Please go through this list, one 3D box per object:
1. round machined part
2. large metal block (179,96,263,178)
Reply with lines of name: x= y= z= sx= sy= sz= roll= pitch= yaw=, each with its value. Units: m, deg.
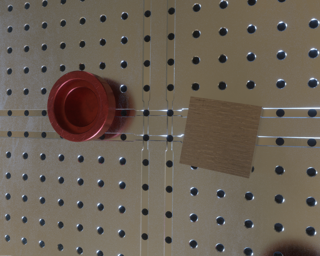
round machined part: x=-0.106 y=-0.030 z=0.441 sx=0.098 sy=0.042 sz=0.097 roll=0 pitch=90 yaw=20
large metal block: x=0.075 y=0.009 z=0.373 sx=0.080 sy=0.050 sz=0.079 roll=10 pitch=94 yaw=19
